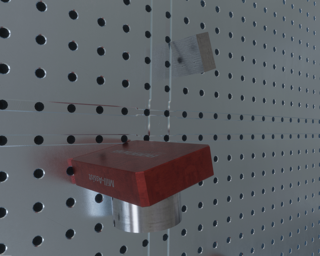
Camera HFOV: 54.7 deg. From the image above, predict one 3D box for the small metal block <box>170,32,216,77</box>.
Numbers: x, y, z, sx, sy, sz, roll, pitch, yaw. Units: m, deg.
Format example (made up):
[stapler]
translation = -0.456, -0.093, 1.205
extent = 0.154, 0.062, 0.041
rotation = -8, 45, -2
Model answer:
[small metal block]
translation = 0.045, -0.101, 0.430
extent = 0.025, 0.050, 0.050
rotation = -25, 106, -37

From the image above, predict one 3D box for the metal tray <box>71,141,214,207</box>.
[metal tray]
translation = -0.022, 0.040, 0.322
extent = 0.091, 0.130, 0.030
rotation = -16, 101, -39

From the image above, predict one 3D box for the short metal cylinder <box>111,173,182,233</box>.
[short metal cylinder]
translation = -0.016, 0.082, 0.360
extent = 0.081, 0.080, 0.050
rotation = -5, 94, -40
